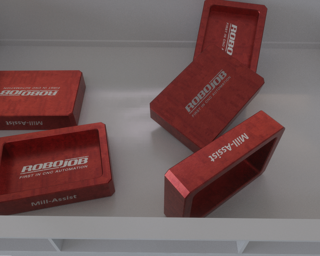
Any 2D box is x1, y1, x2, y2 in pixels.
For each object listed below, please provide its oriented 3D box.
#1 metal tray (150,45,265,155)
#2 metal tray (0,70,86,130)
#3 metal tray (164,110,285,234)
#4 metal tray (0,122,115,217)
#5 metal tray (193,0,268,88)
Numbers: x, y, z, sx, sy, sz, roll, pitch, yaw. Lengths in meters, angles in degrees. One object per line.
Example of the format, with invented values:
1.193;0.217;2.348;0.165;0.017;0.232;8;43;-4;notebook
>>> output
0.061;-0.039;0.406;0.090;0.030;0.130;39;72;15;metal tray
-0.178;-0.041;0.435;0.131;0.030;0.090;0;50;-1;metal tray
0.065;0.046;0.324;0.131;0.090;0.030;-30;56;-23;metal tray
-0.124;0.044;0.363;0.131;0.030;0.090;-9;51;-8;metal tray
0.099;-0.118;0.456;0.090;0.030;0.129;11;85;8;metal tray
